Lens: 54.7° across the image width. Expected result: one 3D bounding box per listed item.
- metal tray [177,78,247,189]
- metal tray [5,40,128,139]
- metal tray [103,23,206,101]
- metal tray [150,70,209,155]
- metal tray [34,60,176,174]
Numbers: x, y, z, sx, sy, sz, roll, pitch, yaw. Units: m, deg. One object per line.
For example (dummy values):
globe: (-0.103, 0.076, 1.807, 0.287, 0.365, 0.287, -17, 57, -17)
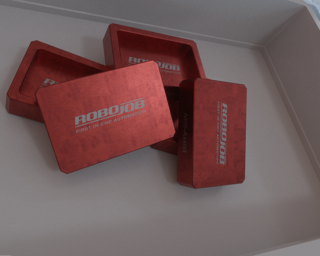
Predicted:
metal tray: (0.068, 0.007, 0.393, 0.091, 0.030, 0.129, 2, 89, -34)
metal tray: (-0.101, -0.043, 0.371, 0.131, 0.030, 0.090, 18, 55, -18)
metal tray: (-0.005, -0.084, 0.412, 0.131, 0.030, 0.090, 3, 60, -27)
metal tray: (0.038, -0.023, 0.436, 0.091, 0.030, 0.130, 18, 55, -18)
metal tray: (-0.056, -0.015, 0.337, 0.131, 0.030, 0.089, -18, 101, -19)
